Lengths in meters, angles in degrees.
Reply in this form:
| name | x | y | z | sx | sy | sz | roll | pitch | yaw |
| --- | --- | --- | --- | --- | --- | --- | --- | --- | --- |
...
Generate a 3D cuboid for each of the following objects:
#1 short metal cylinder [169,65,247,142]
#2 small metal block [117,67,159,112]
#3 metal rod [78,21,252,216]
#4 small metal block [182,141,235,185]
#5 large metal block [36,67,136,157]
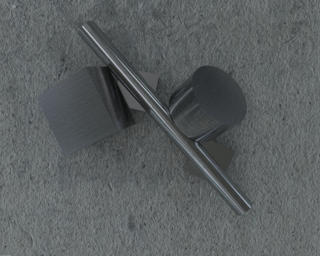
| name | x | y | z | sx | sy | sz | roll | pitch | yaw |
| --- | --- | --- | --- | --- | --- | --- | --- | --- | --- |
| short metal cylinder | 0.058 | -0.029 | 0.379 | 0.081 | 0.050 | 0.080 | 16 | 57 | -25 |
| small metal block | -0.031 | -0.049 | 0.411 | 0.050 | 0.025 | 0.050 | 12 | 90 | -1 |
| metal rod | 0.007 | -0.012 | 0.386 | 0.025 | 0.025 | 0.300 | -41 | 91 | 0 |
| small metal block | 0.064 | 0.042 | 0.412 | 0.050 | 0.025 | 0.050 | 24 | 90 | -1 |
| large metal block | -0.090 | -0.021 | 0.381 | 0.080 | 0.050 | 0.080 | -25 | 91 | 23 |
